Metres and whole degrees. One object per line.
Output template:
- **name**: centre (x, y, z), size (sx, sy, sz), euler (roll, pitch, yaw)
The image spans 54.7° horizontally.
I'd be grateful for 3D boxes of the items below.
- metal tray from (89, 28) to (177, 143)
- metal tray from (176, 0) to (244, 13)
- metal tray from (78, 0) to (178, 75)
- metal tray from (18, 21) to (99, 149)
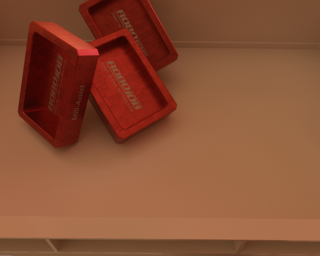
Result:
- **metal tray**: centre (-0.050, -0.056, 0.407), size (0.091, 0.030, 0.130), euler (-31, 86, -21)
- **metal tray**: centre (0.101, -0.275, 0.636), size (0.131, 0.030, 0.090), euler (3, 50, 2)
- **metal tray**: centre (-0.043, -0.135, 0.446), size (0.090, 0.030, 0.130), euler (-30, 97, 1)
- **metal tray**: centre (-0.129, -0.052, 0.379), size (0.090, 0.129, 0.030), euler (35, 30, 25)
